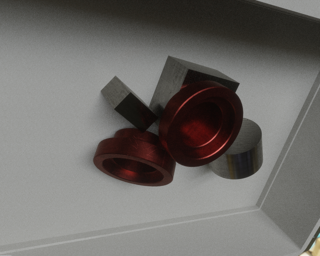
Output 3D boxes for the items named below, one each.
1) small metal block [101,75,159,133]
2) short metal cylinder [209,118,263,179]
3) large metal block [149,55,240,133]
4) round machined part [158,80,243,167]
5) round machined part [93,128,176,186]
[{"bbox_3d":[-0.035,-0.028,0.357,0.025,0.050,0.050,-46,130,3],"label":"small metal block"},{"bbox_3d":[0.107,0.028,0.451,0.080,0.080,0.050,-26,128,-13],"label":"short metal cylinder"},{"bbox_3d":[0.040,-0.037,0.393,0.081,0.050,0.079,8,114,-33],"label":"large metal block"},{"bbox_3d":[0.042,-0.008,0.351,0.099,0.042,0.097,-14,123,-23],"label":"round machined part"},{"bbox_3d":[-0.028,0.034,0.382,0.098,0.098,0.042,40,52,-40],"label":"round machined part"}]
